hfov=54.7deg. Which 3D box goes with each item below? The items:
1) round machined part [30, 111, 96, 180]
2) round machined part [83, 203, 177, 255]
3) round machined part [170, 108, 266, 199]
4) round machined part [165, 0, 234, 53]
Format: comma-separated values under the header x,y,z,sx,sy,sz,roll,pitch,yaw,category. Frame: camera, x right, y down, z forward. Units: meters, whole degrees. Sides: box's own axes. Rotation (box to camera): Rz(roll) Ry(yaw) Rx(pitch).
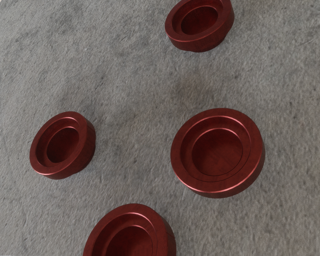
x,y,z,sx,sy,sz,roll,pitch,yaw,category
-0.133,0.028,0.443,0.098,0.042,0.098,-13,56,20,round machined part
-0.027,0.132,0.320,0.098,0.042,0.098,-17,48,20,round machined part
0.065,0.030,0.340,0.098,0.042,0.098,-13,56,20,round machined part
0.060,-0.150,0.452,0.098,0.042,0.098,-13,56,20,round machined part
